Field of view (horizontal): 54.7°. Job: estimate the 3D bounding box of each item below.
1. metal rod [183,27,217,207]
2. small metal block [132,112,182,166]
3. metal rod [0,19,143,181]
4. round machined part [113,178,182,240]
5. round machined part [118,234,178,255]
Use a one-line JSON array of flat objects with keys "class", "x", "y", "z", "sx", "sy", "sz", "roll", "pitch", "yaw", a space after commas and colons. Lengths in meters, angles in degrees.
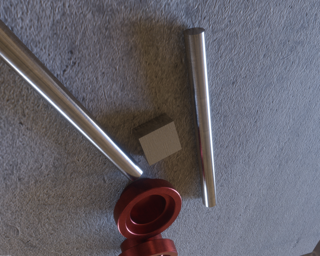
[{"class": "metal rod", "x": 0.063, "y": 0.007, "z": 0.445, "sx": 0.025, "sy": 0.025, "sz": 0.298, "roll": -22, "pitch": 127, "yaw": -15}, {"class": "small metal block", "x": -0.003, "y": 0.015, "z": 0.415, "sx": 0.050, "sy": 0.025, "sz": 0.050, "roll": -27, "pitch": 128, "yaw": -11}, {"class": "metal rod", "x": -0.105, "y": -0.030, "z": 0.330, "sx": 0.025, "sy": 0.025, "sz": 0.300, "roll": -39, "pitch": 130, "yaw": -2}, {"class": "round machined part", "x": -0.021, "y": 0.113, "z": 0.454, "sx": 0.099, "sy": 0.042, "sz": 0.097, "roll": -14, "pitch": 124, "yaw": -21}, {"class": "round machined part", "x": -0.025, "y": 0.197, "z": 0.492, "sx": 0.099, "sy": 0.042, "sz": 0.097, "roll": -15, "pitch": 143, "yaw": -11}]
